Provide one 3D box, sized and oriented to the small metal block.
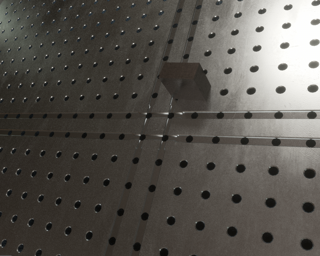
[{"bbox_3d":[0.034,-0.061,0.411,0.050,0.050,0.025,8,66,31],"label":"small metal block"}]
